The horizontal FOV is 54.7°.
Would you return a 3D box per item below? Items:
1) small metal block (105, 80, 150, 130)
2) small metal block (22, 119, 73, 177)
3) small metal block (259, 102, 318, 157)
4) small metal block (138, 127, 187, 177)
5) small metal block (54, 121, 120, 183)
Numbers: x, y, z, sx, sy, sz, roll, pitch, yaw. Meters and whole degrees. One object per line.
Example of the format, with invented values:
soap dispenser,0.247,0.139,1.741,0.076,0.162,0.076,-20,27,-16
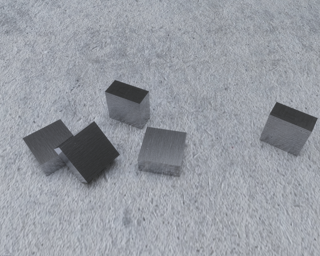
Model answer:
small metal block,-0.042,-0.030,0.412,0.050,0.050,0.025,20,53,16
small metal block,-0.131,0.023,0.383,0.050,0.025,0.050,-32,57,-24
small metal block,0.159,0.002,0.386,0.050,0.050,0.025,26,55,20
small metal block,0.004,0.029,0.379,0.050,0.025,0.050,9,51,7
small metal block,-0.085,0.028,0.361,0.050,0.025,0.050,-42,104,-29
